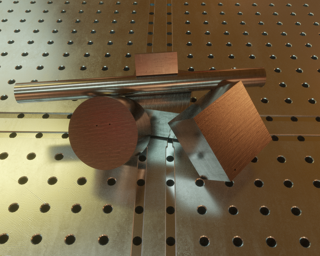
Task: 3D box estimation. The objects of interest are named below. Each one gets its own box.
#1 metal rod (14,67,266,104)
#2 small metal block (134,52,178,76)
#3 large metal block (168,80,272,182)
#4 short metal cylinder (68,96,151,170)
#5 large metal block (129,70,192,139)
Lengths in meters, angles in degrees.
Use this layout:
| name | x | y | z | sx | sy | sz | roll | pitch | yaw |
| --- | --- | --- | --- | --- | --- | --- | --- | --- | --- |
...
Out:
| name | x | y | z | sx | sy | sz | roll | pitch | yaw |
| --- | --- | --- | --- | --- | --- | --- | --- | --- | --- |
| metal rod | -0.020 | -0.053 | 0.383 | 0.302 | 0.025 | 0.025 | -4 | 50 | -4 |
| small metal block | -0.006 | -0.083 | 0.392 | 0.050 | 0.025 | 0.050 | -5 | 15 | -4 |
| large metal block | 0.070 | 0.004 | 0.356 | 0.080 | 0.050 | 0.080 | -38 | 103 | -27 |
| short metal cylinder | -0.056 | 0.004 | 0.356 | 0.080 | 0.079 | 0.050 | 15 | 9 | 12 |
| large metal block | 0.001 | -0.036 | 0.416 | 0.080 | 0.050 | 0.080 | 8 | 51 | 7 |
